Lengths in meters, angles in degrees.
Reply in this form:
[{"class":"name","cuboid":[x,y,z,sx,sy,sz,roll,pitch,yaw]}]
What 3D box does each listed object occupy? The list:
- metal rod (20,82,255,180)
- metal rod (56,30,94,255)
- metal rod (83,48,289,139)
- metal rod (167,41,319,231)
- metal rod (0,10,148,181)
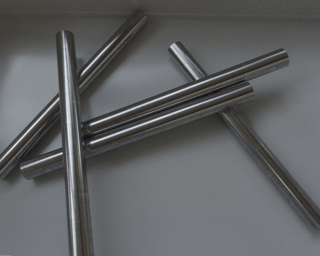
[{"class":"metal rod","cuboid":[-0.026,0.003,0.392,0.302,0.025,0.025,-20,71,-2]},{"class":"metal rod","cuboid":[-0.105,0.007,0.372,0.025,0.025,0.299,-10,66,-4]},{"class":"metal rod","cuboid":[0.020,-0.039,0.403,0.301,0.025,0.025,-20,71,0]},{"class":"metal rod","cuboid":[0.106,-0.001,0.411,0.025,0.025,0.299,-33,74,-11]},{"class":"metal rod","cuboid":[-0.116,-0.056,0.428,0.025,0.025,0.300,35,73,11]}]
